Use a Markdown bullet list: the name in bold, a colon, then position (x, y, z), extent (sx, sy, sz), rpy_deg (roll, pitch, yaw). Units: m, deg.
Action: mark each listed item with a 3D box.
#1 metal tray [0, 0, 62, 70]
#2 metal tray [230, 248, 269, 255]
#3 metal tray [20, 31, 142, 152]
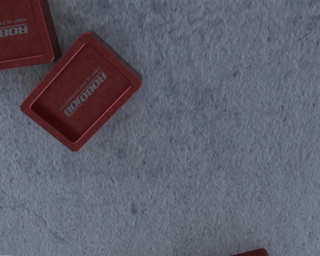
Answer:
- **metal tray**: position (-0.193, -0.114, 0.362), extent (0.131, 0.030, 0.089), rpy_deg (-9, 110, 2)
- **metal tray**: position (0.119, 0.254, 0.503), extent (0.131, 0.030, 0.089), rpy_deg (-16, 110, 5)
- **metal tray**: position (-0.097, -0.044, 0.389), extent (0.090, 0.030, 0.130), rpy_deg (43, 104, -15)
